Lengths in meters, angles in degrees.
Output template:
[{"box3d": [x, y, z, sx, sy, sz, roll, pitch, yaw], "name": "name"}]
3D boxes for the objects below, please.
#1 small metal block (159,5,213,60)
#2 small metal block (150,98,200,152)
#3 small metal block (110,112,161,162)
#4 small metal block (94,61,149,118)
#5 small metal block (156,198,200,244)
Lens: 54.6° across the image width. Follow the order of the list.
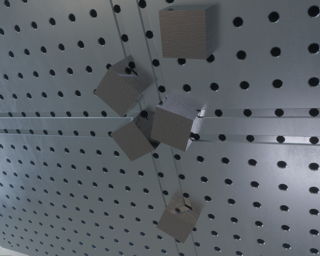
[{"box3d": [0.029, -0.103, 0.333, 0.050, 0.025, 0.050, 8, 122, 24], "name": "small metal block"}, {"box3d": [0.019, -0.004, 0.399, 0.050, 0.025, 0.050, 22, 127, 15], "name": "small metal block"}, {"box3d": [-0.034, 0.013, 0.438, 0.050, 0.025, 0.050, -29, 102, 37], "name": "small metal block"}, {"box3d": [-0.051, -0.050, 0.408, 0.050, 0.025, 0.050, 42, 129, -1], "name": "small metal block"}, {"box3d": [0.028, 0.146, 0.488, 0.050, 0.025, 0.050, 29, 128, 10], "name": "small metal block"}]
